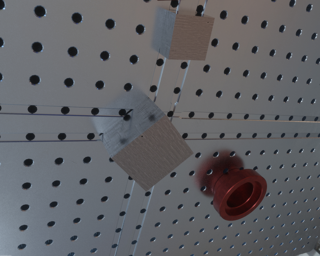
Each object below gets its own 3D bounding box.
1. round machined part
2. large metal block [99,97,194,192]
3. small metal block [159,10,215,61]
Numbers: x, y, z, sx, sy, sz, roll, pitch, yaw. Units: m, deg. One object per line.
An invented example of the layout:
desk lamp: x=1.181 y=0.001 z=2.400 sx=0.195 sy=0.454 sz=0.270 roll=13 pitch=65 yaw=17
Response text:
round machined part: x=0.134 y=0.111 z=0.542 sx=0.099 sy=0.042 sz=0.097 roll=-14 pitch=124 yaw=-21
large metal block: x=-0.016 y=0.022 z=0.400 sx=0.080 sy=0.050 sz=0.080 roll=-39 pitch=129 yaw=-2
small metal block: x=0.031 y=-0.107 z=0.361 sx=0.050 sy=0.025 sz=0.050 roll=-5 pitch=121 yaw=-26
